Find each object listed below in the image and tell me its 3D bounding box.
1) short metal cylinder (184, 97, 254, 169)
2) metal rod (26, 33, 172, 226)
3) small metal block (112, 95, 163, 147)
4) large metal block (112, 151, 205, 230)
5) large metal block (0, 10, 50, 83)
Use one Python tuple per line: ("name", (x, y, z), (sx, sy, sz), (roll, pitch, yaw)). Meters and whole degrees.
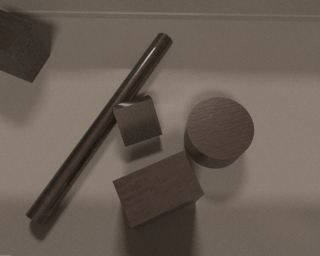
("short metal cylinder", (0.073, 0.007, 0.395), (0.081, 0.050, 0.080), (0, 70, 0))
("metal rod", (-0.071, -0.011, 0.412), (0.025, 0.025, 0.300), (30, 72, 10))
("small metal block", (-0.030, -0.010, 0.399), (0.050, 0.025, 0.050), (-18, 109, -7))
("large metal block", (-0.002, 0.074, 0.353), (0.080, 0.080, 0.050), (-23, 72, -8))
("large metal block", (-0.210, -0.114, 0.420), (0.080, 0.080, 0.050), (22, 72, 7))
